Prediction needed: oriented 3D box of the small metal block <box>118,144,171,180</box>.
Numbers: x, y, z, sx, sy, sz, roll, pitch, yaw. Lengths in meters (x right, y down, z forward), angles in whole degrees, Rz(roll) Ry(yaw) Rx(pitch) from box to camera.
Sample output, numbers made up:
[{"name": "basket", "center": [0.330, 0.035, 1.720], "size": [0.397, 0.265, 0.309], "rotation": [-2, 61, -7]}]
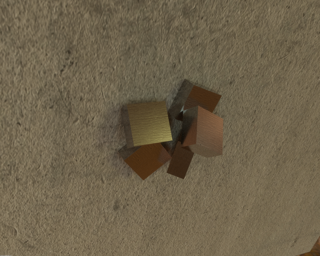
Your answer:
[{"name": "small metal block", "center": [-0.020, 0.035, 0.421], "size": [0.050, 0.025, 0.050], "rotation": [-39, 129, -3]}]

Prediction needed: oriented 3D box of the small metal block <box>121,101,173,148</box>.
[{"name": "small metal block", "center": [-0.017, -0.004, 0.382], "size": [0.050, 0.025, 0.050], "rotation": [-8, 84, -25]}]

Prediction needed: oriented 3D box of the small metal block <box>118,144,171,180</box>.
[{"name": "small metal block", "center": [-0.020, 0.035, 0.421], "size": [0.050, 0.025, 0.050], "rotation": [-38, 130, -3]}]

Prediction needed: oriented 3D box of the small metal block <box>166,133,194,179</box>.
[{"name": "small metal block", "center": [0.033, 0.035, 0.430], "size": [0.025, 0.050, 0.050], "rotation": [20, 112, 4]}]

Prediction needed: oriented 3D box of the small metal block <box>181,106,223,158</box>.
[{"name": "small metal block", "center": [0.054, 0.006, 0.394], "size": [0.050, 0.025, 0.050], "rotation": [23, 62, -37]}]

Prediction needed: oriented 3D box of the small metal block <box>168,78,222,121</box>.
[{"name": "small metal block", "center": [0.046, -0.033, 0.415], "size": [0.050, 0.025, 0.050], "rotation": [15, 111, -35]}]
